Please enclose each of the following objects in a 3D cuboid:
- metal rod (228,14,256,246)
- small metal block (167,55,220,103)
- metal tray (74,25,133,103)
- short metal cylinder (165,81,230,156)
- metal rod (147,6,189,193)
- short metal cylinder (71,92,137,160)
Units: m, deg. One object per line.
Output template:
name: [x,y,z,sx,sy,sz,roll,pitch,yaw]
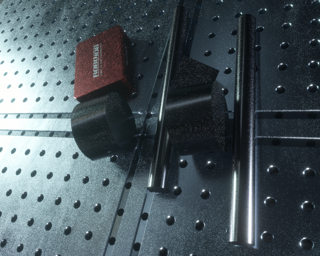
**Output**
metal rod: [0.100,-0.020,0.367,0.025,0.025,0.299,-5,59,25]
small metal block: [0.043,-0.060,0.406,0.050,0.025,0.050,24,72,1]
metal tray: [-0.096,-0.105,0.517,0.090,0.030,0.130,-19,54,16]
short metal cylinder: [0.046,-0.010,0.354,0.050,0.080,0.080,-8,58,24]
metal rod: [0.016,-0.058,0.434,0.025,0.025,0.299,-6,59,25]
short metal cylinder: [-0.071,-0.002,0.410,0.050,0.080,0.080,-16,56,19]
